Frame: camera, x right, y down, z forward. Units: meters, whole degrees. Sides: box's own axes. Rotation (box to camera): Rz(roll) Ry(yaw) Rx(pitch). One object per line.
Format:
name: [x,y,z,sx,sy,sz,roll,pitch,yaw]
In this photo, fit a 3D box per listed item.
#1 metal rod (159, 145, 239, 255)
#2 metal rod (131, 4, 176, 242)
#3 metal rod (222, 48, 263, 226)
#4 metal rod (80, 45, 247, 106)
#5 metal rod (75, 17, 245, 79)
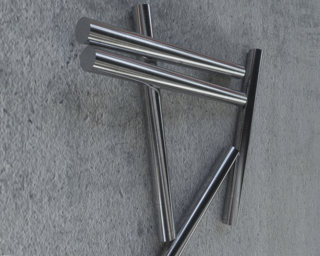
metal rod: [0.035,0.143,0.433,0.301,0.025,0.025,-53,121,-27]
metal rod: [-0.007,-0.002,0.398,0.025,0.025,0.298,-11,97,-40]
metal rod: [0.140,0.010,0.521,0.025,0.025,0.299,18,78,-39]
metal rod: [0.033,-0.057,0.405,0.302,0.025,0.025,5,87,-48]
metal rod: [0.029,-0.092,0.401,0.302,0.025,0.025,0,91,-48]
